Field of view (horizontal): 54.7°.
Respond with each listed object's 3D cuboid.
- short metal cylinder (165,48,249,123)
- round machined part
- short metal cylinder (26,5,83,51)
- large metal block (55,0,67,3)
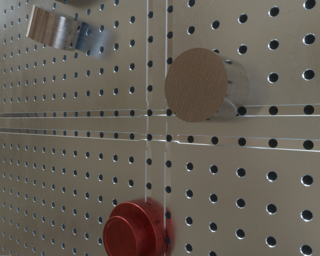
[{"bbox_3d":[0.052,-0.046,0.350,0.080,0.050,0.079,0,90,40],"label":"short metal cylinder"},{"bbox_3d":[-0.042,0.153,0.433,0.098,0.042,0.097,0,90,40],"label":"round machined part"},{"bbox_3d":[-0.175,-0.167,0.518,0.080,0.081,0.050,34,111,35],"label":"short metal cylinder"},{"bbox_3d":[-0.169,-0.274,0.532,0.080,0.050,0.080,-2,89,40],"label":"large metal block"}]
